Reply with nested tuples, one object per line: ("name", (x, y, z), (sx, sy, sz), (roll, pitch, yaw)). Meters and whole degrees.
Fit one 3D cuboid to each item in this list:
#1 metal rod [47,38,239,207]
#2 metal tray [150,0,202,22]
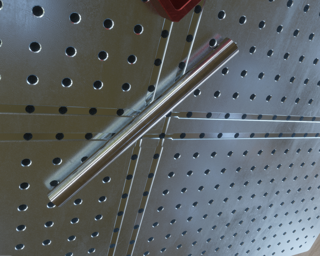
("metal rod", (-0.021, -0.008, 0.396), (0.300, 0.025, 0.025), (-41, 130, -1))
("metal tray", (0.033, -0.185, 0.312), (0.130, 0.030, 0.090), (-43, 130, 1))
